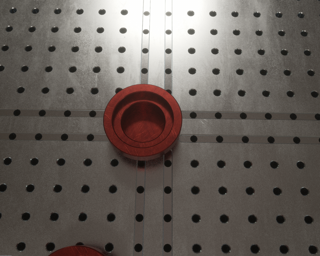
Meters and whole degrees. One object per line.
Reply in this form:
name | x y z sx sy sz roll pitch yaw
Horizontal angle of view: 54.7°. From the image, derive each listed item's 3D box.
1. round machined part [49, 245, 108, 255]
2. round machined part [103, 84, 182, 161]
round machined part | -0.090 0.179 0.336 0.099 0.042 0.098 0 70 -1
round machined part | -0.022 -0.005 0.404 0.099 0.042 0.098 0 70 -1
